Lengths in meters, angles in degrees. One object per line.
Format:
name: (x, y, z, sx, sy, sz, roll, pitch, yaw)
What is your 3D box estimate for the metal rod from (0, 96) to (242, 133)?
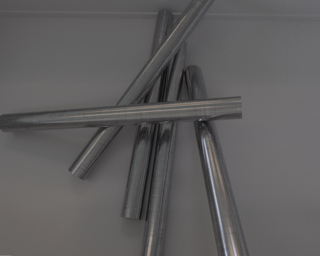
metal rod: (-0.058, -0.014, 0.372, 0.301, 0.025, 0.025, -3, 70, 14)

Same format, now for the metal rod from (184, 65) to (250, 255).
metal rod: (0.055, 0.027, 0.335, 0.025, 0.025, 0.300, -3, 45, -1)

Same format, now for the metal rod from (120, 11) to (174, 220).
metal rod: (-0.013, -0.031, 0.420, 0.025, 0.025, 0.299, 8, 70, 3)

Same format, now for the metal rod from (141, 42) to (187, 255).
metal rod: (0.008, 0.016, 0.403, 0.025, 0.025, 0.299, 7, 70, 2)

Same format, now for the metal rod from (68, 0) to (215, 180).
metal rod: (-0.019, -0.063, 0.406, 0.025, 0.025, 0.300, 34, 83, 11)
